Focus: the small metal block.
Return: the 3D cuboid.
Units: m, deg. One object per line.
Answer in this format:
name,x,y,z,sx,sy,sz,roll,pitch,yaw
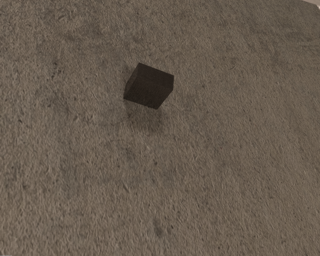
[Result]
small metal block,-0.016,-0.055,0.414,0.050,0.050,0.025,17,55,-19
